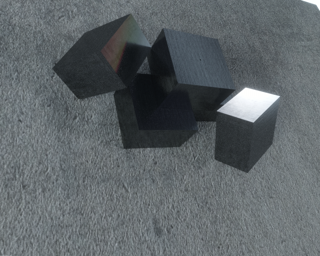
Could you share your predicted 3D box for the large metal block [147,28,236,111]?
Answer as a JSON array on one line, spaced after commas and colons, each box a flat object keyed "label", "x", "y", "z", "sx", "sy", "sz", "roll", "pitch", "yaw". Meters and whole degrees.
[{"label": "large metal block", "x": 0.037, "y": -0.070, "z": 0.387, "sx": 0.081, "sy": 0.050, "sz": 0.080, "roll": 2, "pitch": 61, "yaw": -28}]

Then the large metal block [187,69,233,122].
[{"label": "large metal block", "x": 0.053, "y": -0.056, "z": 0.454, "sx": 0.081, "sy": 0.050, "sz": 0.080, "roll": 0, "pitch": 62, "yaw": -29}]

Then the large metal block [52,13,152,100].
[{"label": "large metal block", "x": -0.068, "y": -0.086, "z": 0.378, "sx": 0.050, "sy": 0.080, "sz": 0.080, "roll": 55, "pitch": 43, "yaw": -33}]

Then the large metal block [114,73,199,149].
[{"label": "large metal block", "x": -0.007, "y": -0.021, "z": 0.397, "sx": 0.081, "sy": 0.050, "sz": 0.080, "roll": 0, "pitch": 62, "yaw": -29}]

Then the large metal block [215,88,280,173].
[{"label": "large metal block", "x": 0.120, "y": 0.001, "z": 0.428, "sx": 0.050, "sy": 0.079, "sz": 0.081, "roll": 22, "pitch": 41, "yaw": 34}]
